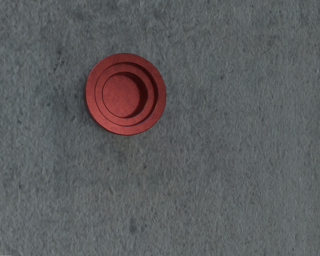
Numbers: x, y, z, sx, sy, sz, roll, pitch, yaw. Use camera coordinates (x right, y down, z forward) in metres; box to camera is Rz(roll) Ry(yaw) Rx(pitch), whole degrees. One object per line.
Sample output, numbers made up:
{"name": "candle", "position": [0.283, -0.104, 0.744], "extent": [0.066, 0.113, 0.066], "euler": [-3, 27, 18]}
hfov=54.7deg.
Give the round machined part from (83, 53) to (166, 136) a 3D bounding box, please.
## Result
{"name": "round machined part", "position": [-0.045, -0.040, 0.384], "extent": [0.099, 0.042, 0.097], "euler": [0, 90, -21]}
